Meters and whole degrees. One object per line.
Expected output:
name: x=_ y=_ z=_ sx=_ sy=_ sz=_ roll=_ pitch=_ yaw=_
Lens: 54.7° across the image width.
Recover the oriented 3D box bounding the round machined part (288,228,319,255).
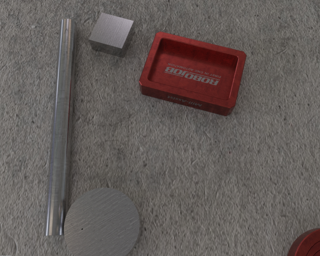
round machined part: x=0.188 y=0.161 z=0.342 sx=0.099 sy=0.042 sz=0.098 roll=0 pitch=70 yaw=0

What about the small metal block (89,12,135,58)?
small metal block: x=-0.070 y=-0.137 z=0.458 sx=0.050 sy=0.025 sz=0.050 roll=17 pitch=71 yaw=6

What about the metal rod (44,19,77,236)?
metal rod: x=-0.129 y=-0.015 z=0.412 sx=0.025 sy=0.025 sz=0.299 roll=-2 pitch=70 yaw=-1

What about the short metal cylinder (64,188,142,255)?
short metal cylinder: x=-0.062 y=0.112 z=0.354 sx=0.081 sy=0.050 sz=0.080 roll=0 pitch=70 yaw=0

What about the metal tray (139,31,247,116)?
metal tray: x=0.046 y=-0.077 z=0.433 sx=0.131 sy=0.030 sz=0.090 roll=15 pitch=71 yaw=5
